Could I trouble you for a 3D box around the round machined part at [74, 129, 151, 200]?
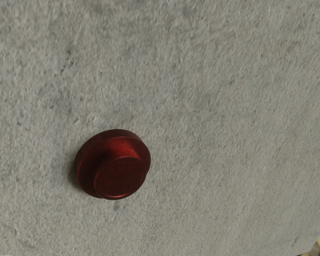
[{"bbox_3d":[-0.056,0.054,0.400,0.099,0.042,0.097,-14,125,-21],"label":"round machined part"}]
